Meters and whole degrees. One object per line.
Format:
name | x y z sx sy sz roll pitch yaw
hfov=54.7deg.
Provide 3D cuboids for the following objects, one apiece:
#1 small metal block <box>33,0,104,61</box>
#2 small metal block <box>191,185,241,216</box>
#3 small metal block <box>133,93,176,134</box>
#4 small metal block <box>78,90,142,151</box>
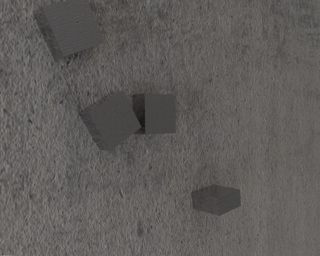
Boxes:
small metal block | -0.095 -0.104 0.325 0.050 0.025 0.050 -32 110 -35
small metal block | 0.083 0.105 0.458 0.050 0.050 0.025 -9 96 -40
small metal block | -0.007 -0.018 0.399 0.050 0.025 0.050 -1 91 -40
small metal block | -0.057 -0.009 0.357 0.050 0.025 0.050 -39 114 -33
